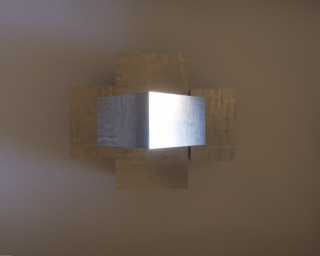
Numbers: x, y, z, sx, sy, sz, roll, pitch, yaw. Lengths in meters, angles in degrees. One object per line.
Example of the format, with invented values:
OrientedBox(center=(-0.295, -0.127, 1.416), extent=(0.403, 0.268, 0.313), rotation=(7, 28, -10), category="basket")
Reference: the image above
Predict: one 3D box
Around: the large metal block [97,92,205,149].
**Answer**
OrientedBox(center=(-0.009, -0.007, 0.326), extent=(0.081, 0.080, 0.050), rotation=(0, 90, -45), category="large metal block")

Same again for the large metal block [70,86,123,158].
OrientedBox(center=(-0.075, -0.007, 0.383), extent=(0.050, 0.080, 0.080), rotation=(0, 90, 0), category="large metal block")

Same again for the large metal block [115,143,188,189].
OrientedBox(center=(-0.009, 0.043, 0.383), extent=(0.081, 0.080, 0.050), rotation=(0, 90, 0), category="large metal block")

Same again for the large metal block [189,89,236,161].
OrientedBox(center=(0.058, -0.004, 0.381), extent=(0.050, 0.080, 0.080), rotation=(0, 90, -1), category="large metal block")

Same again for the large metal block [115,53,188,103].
OrientedBox(center=(-0.009, -0.058, 0.382), extent=(0.081, 0.080, 0.050), rotation=(0, 90, 0), category="large metal block")
